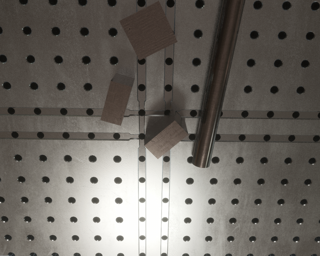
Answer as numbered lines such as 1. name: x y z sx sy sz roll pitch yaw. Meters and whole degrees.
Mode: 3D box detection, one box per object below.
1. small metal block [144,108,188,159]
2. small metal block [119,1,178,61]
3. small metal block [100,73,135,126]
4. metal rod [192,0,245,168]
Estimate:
1. small metal block: 0.007 0.006 0.403 0.050 0.050 0.025 -40 106 13
2. small metal block: -0.013 -0.116 0.370 0.050 0.025 0.050 -25 109 8
3. small metal block: -0.052 -0.037 0.386 0.025 0.050 0.050 16 109 -6
4. metal rod: 0.077 -0.089 0.381 0.025 0.025 0.298 7 110 -3
